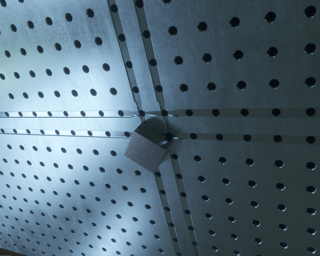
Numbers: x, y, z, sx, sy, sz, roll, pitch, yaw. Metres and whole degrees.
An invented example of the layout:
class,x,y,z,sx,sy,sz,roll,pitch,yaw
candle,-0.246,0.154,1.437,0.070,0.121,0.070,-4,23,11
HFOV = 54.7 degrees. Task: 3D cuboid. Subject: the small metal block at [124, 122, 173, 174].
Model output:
class,x,y,z,sx,sy,sz,roll,pitch,yaw
small metal block,-0.017,0.028,0.436,0.050,0.025,0.050,31,128,7
